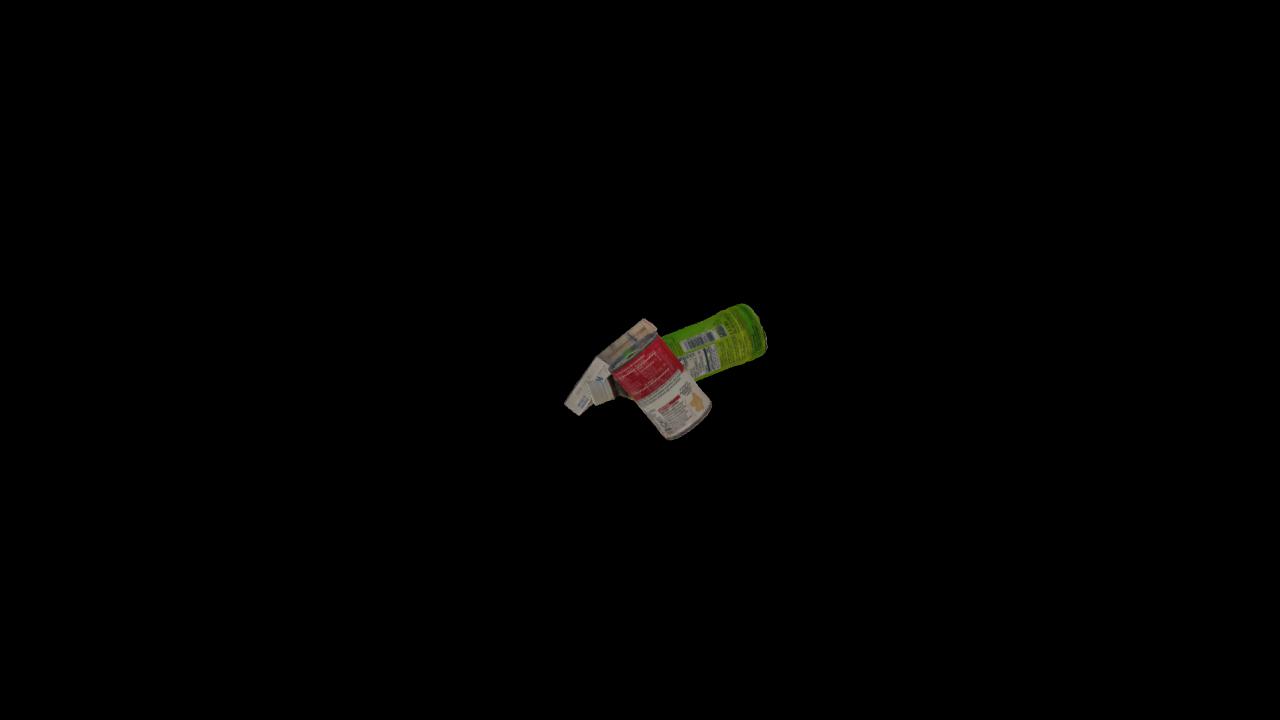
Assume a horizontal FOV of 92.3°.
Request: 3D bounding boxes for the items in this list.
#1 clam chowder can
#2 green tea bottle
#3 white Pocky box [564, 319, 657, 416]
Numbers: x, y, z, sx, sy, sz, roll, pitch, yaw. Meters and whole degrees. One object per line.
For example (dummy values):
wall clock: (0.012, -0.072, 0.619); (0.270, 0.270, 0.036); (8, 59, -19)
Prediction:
clam chowder can: (0.023, 0.029, 0.669); (0.068, 0.102, 0.068); (-38, 8, 7)
green tea bottle: (0.040, 0.000, 0.714); (0.212, 0.073, 0.073); (-20, 4, -10)
white Pocky box: (-0.033, 0.005, 0.764); (0.028, 0.084, 0.154); (38, 29, 5)
